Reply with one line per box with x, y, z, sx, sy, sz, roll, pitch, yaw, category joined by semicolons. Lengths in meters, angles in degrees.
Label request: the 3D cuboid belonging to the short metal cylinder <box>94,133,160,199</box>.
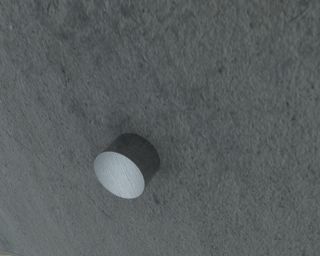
-0.047;0.054;0.447;0.080;0.050;0.079;13;124;20;short metal cylinder
